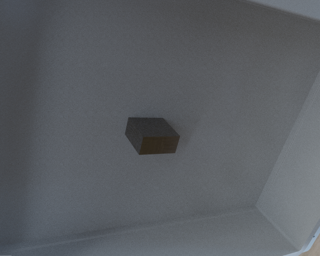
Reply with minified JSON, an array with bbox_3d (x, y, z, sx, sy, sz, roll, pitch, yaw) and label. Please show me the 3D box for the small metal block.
[{"bbox_3d":[-0.011,0.009,0.394,0.050,0.050,0.025,0,119,-29],"label":"small metal block"}]
